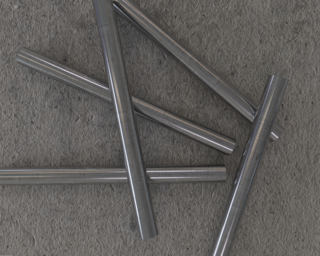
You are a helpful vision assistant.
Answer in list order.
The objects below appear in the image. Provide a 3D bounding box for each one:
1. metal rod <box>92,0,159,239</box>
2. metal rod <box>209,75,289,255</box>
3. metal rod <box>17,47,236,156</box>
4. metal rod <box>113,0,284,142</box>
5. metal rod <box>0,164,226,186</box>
[{"bbox_3d":[-0.043,-0.014,0.383,0.025,0.025,0.298,-11,90,0],"label":"metal rod"},{"bbox_3d":[0.103,0.081,0.394,0.025,0.025,0.298,17,96,0],"label":"metal rod"},{"bbox_3d":[-0.043,-0.035,0.409,0.301,0.025,0.025,24,90,0],"label":"metal rod"},{"bbox_3d":[0.040,-0.087,0.409,0.300,0.025,0.025,40,90,0],"label":"metal rod"},{"bbox_3d":[-0.066,0.062,0.409,0.302,0.025,0.025,-1,90,0],"label":"metal rod"}]
